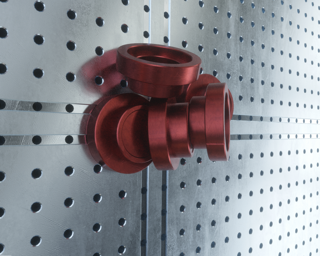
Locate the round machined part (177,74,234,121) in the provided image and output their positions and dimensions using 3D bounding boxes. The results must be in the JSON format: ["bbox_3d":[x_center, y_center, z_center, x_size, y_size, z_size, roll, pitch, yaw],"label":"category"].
[{"bbox_3d":[0.073,-0.032,0.461,0.099,0.042,0.097,0,90,-40],"label":"round machined part"}]

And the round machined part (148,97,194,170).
[{"bbox_3d":[0.018,0.003,0.384,0.098,0.042,0.097,-4,91,-77],"label":"round machined part"}]

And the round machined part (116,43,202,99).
[{"bbox_3d":[-0.003,-0.067,0.367,0.099,0.098,0.042,-16,126,-39],"label":"round machined part"}]

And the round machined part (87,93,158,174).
[{"bbox_3d":[-0.034,0.006,0.372,0.099,0.042,0.097,0,90,-40],"label":"round machined part"}]

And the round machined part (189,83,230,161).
[{"bbox_3d":[0.063,-0.007,0.391,0.098,0.042,0.097,-2,91,-73],"label":"round machined part"}]
